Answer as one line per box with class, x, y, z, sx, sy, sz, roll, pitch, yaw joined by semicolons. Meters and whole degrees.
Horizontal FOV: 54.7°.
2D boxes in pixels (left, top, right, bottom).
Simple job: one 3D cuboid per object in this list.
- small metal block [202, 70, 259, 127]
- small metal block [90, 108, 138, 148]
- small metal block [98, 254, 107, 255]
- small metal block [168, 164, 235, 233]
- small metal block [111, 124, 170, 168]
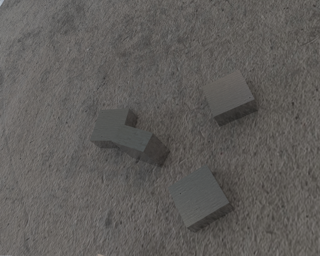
small metal block;0.086;-0.037;0.381;0.050;0.025;0.050;-24;53;13
small metal block;-0.064;0.001;0.437;0.050;0.025;0.050;-1;61;27
small metal block;-0.033;0.150;0.313;0.050;0.050;0.025;3;63;29
small metal block;0.044;0.076;0.334;0.050;0.025;0.050;-33;52;6
small metal block;-0.023;0.023;0.386;0.050;0.050;0.025;15;70;34
